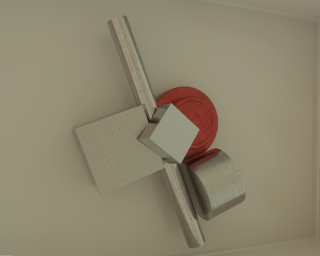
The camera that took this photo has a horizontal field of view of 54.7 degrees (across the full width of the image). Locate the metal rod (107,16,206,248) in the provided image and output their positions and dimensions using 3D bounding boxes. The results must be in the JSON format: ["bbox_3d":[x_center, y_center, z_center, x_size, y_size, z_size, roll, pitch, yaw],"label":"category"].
[{"bbox_3d":[-0.002,0.011,0.387,0.025,0.025,0.298,-22,98,-19],"label":"metal rod"}]

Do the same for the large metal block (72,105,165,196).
[{"bbox_3d":[-0.052,0.024,0.375,0.081,0.050,0.080,-22,98,-19],"label":"large metal block"}]

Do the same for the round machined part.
[{"bbox_3d":[0.035,-0.007,0.413,0.099,0.042,0.097,0,90,-21],"label":"round machined part"}]

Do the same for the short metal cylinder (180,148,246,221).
[{"bbox_3d":[0.065,0.073,0.405,0.050,0.080,0.080,-22,98,-19],"label":"short metal cylinder"}]

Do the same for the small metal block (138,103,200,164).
[{"bbox_3d":[0.011,0.007,0.363,0.050,0.025,0.050,41,65,-23],"label":"small metal block"}]
